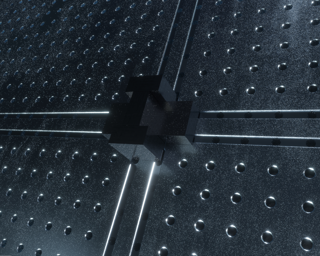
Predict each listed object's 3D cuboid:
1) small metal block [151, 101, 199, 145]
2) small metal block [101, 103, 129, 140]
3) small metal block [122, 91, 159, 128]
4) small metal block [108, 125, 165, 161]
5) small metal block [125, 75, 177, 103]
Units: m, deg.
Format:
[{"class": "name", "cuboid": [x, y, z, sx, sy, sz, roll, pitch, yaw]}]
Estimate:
[{"class": "small metal block", "cuboid": [0.019, -0.007, 0.401, 0.050, 0.025, 0.050, 1, 62, 28]}, {"class": "small metal block", "cuboid": [-0.048, -0.008, 0.436, 0.050, 0.025, 0.050, 1, 62, 28]}, {"class": "small metal block", "cuboid": [-0.020, -0.013, 0.409, 0.025, 0.050, 0.050, 1, 62, 28]}, {"class": "small metal block", "cuboid": [-0.028, 0.020, 0.393, 0.050, 0.050, 0.025, 1, 62, 28]}, {"class": "small metal block", "cuboid": [-0.011, -0.047, 0.425, 0.050, 0.050, 0.025, 1, 62, 28]}]
